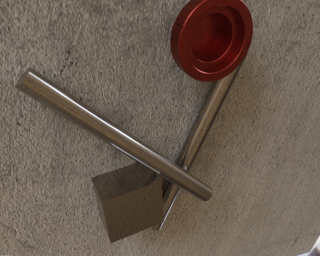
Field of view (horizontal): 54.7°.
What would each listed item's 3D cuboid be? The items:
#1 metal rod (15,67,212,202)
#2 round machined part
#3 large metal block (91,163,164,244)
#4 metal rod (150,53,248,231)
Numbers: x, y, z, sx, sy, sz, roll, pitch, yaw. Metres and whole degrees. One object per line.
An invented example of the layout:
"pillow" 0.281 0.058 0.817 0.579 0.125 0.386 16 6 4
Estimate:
"metal rod" -0.033 0.025 0.386 0.301 0.025 0.025 36 98 -33
"round machined part" 0.055 -0.107 0.362 0.099 0.042 0.097 -14 125 -21
"large metal block" -0.043 0.101 0.431 0.081 0.050 0.079 -17 125 -19
"metal rod" 0.046 0.028 0.451 0.025 0.025 0.298 10 113 -33
